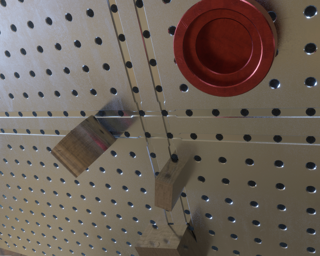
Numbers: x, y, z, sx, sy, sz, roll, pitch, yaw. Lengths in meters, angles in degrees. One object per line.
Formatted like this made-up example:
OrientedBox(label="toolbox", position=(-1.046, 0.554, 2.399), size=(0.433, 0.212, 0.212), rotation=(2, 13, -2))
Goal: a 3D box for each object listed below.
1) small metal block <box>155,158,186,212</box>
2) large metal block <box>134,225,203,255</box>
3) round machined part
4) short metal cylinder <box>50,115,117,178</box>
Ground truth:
OrientedBox(label="small metal block", position=(0.015, 0.079, 0.435), size=(0.025, 0.050, 0.050), rotation=(14, 124, 20))
OrientedBox(label="large metal block", position=(0.018, 0.209, 0.513), size=(0.080, 0.050, 0.080), rotation=(-12, 113, 32))
OrientedBox(label="round machined part", position=(0.067, -0.084, 0.312), size=(0.098, 0.042, 0.097), rotation=(13, 124, 20))
OrientedBox(label="short metal cylinder", position=(-0.109, 0.026, 0.447), size=(0.050, 0.080, 0.080), rotation=(47, 129, -5))
